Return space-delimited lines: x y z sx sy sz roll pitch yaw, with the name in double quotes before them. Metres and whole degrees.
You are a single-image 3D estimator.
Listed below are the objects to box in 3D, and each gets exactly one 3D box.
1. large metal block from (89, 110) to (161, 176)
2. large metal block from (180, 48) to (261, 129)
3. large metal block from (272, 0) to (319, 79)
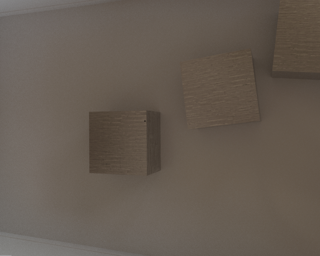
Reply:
"large metal block" -0.046 0.018 0.412 0.080 0.050 0.079 0 90 19
"large metal block" 0.074 -0.043 0.371 0.080 0.050 0.080 -7 88 19
"large metal block" 0.169 -0.096 0.338 0.080 0.050 0.079 6 92 19
